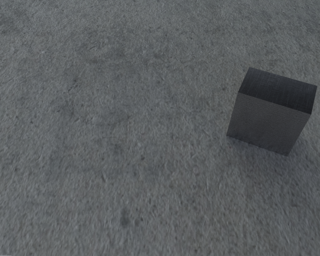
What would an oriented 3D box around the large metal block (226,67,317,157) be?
[{"bbox_3d":[0.135,-0.019,0.386,0.080,0.080,0.050,20,53,15],"label":"large metal block"}]
